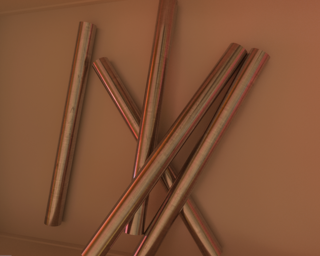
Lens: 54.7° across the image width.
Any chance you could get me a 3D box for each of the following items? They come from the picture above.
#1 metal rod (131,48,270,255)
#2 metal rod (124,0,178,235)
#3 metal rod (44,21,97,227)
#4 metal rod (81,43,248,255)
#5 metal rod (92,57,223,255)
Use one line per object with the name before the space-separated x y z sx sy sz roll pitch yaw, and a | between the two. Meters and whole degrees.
metal rod | 0.045 0.041 0.373 0.025 0.025 0.299 31 92 17
metal rod | -0.010 -0.020 0.392 0.025 0.025 0.298 7 84 19
metal rod | -0.132 -0.003 0.455 0.025 0.025 0.298 13 94 19
metal rod | 0.009 0.025 0.363 0.025 0.025 0.300 34 84 16
metal rod | -0.008 0.033 0.412 0.025 0.025 0.299 -34 79 16
